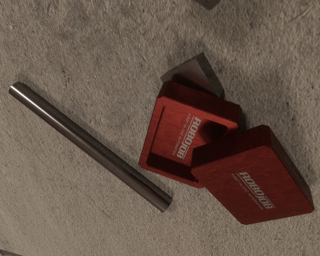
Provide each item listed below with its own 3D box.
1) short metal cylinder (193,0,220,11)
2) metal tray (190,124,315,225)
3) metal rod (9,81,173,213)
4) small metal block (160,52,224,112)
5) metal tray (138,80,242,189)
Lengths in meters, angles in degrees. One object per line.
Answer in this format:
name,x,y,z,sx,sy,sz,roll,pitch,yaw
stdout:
short metal cylinder,0.043,-0.147,0.257,0.050,0.080,0.079,36,129,4
metal tray,0.106,0.060,0.351,0.090,0.030,0.130,-23,127,30
metal rod,-0.107,0.028,0.478,0.300,0.025,0.025,37,129,2
small metal block,0.037,-0.051,0.355,0.050,0.025,0.050,-23,106,36
metal tray,0.030,0.014,0.371,0.090,0.030,0.129,20,136,2
